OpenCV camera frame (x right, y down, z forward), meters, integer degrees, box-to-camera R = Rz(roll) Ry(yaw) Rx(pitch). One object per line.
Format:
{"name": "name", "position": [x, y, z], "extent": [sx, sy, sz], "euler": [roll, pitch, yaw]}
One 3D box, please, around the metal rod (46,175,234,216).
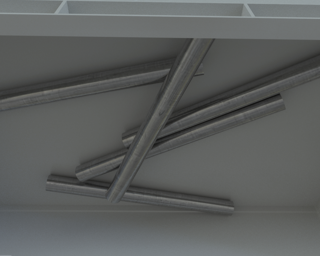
{"name": "metal rod", "position": [-0.026, 0.110, 0.502], "extent": [0.302, 0.025, 0.025], "euler": [10, 129, -9]}

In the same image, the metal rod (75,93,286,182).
{"name": "metal rod", "position": [0.015, 0.017, 0.423], "extent": [0.300, 0.025, 0.025], "euler": [-21, 127, 16]}

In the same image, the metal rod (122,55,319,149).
{"name": "metal rod", "position": [0.089, -0.034, 0.380], "extent": [0.300, 0.025, 0.025], "euler": [-21, 127, 17]}

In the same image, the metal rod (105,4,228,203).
{"name": "metal rod", "position": [-0.009, -0.003, 0.371], "extent": [0.025, 0.025, 0.298], "euler": [18, 128, -15]}

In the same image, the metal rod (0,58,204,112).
{"name": "metal rod", "position": [-0.100, -0.048, 0.367], "extent": [0.301, 0.025, 0.025], "euler": [-9, 130, 7]}
